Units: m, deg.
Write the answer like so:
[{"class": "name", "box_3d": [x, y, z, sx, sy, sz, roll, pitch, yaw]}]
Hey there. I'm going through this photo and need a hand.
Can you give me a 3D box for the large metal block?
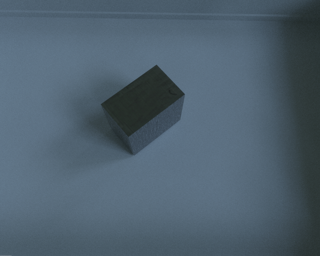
[{"class": "large metal block", "box_3d": [-0.019, -0.019, 0.384, 0.080, 0.080, 0.050, -38, 75, -13]}]
